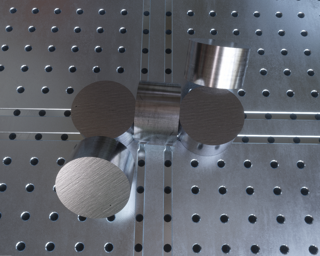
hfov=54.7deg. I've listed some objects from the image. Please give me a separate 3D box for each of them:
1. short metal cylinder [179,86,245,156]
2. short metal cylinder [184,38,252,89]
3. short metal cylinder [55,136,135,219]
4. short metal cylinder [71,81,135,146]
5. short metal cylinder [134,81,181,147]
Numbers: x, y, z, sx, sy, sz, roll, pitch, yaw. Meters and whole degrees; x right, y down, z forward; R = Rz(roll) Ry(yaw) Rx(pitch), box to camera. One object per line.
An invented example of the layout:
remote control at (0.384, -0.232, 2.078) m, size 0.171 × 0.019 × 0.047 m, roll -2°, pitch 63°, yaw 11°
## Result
short metal cylinder at (0.063, -0.009, 0.402) m, size 0.081 × 0.050 × 0.080 m, roll 0°, pitch 70°, yaw 0°
short metal cylinder at (0.075, -0.087, 0.408) m, size 0.080 × 0.080 × 0.050 m, roll 8°, pitch 112°, yaw 2°
short metal cylinder at (-0.071, 0.056, 0.355) m, size 0.081 × 0.050 × 0.079 m, roll 0°, pitch 114°, yaw 1°
short metal cylinder at (-0.069, -0.014, 0.402) m, size 0.081 × 0.050 × 0.080 m, roll 0°, pitch 70°, yaw 0°
short metal cylinder at (-0.002, -0.018, 0.389) m, size 0.050 × 0.080 × 0.080 m, roll 5°, pitch 70°, yaw 1°
